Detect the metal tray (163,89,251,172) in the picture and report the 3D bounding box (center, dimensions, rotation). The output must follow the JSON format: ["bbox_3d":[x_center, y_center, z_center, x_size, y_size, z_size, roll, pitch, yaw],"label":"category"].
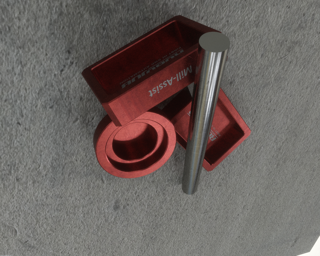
[{"bbox_3d":[0.066,-0.003,0.441,0.090,0.030,0.130,-44,130,2],"label":"metal tray"}]

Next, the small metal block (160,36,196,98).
[{"bbox_3d":[0.029,-0.070,0.360,0.025,0.050,0.050,-35,144,-2],"label":"small metal block"}]

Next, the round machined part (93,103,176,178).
[{"bbox_3d":[-0.033,0.011,0.383,0.099,0.042,0.097,-11,125,-15],"label":"round machined part"}]

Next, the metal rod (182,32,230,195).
[{"bbox_3d":[0.046,0.013,0.374,0.025,0.025,0.299,-24,149,-14],"label":"metal rod"}]

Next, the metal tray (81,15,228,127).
[{"bbox_3d":[-0.009,-0.065,0.322,0.131,0.090,0.030,-33,129,-8],"label":"metal tray"}]
